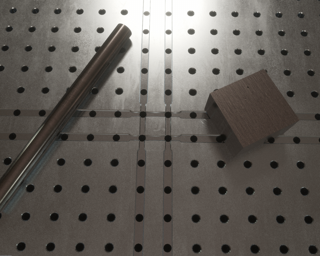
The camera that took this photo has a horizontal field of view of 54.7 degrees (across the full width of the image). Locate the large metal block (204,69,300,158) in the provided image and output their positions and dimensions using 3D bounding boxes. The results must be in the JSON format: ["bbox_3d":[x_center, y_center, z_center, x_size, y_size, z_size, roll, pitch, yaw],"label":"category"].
[{"bbox_3d":[0.117,-0.018,0.407,0.080,0.050,0.080,-25,72,-9],"label":"large metal block"}]

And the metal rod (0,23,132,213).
[{"bbox_3d":[-0.128,-0.026,0.419,0.025,0.025,0.300,29,72,9],"label":"metal rod"}]
